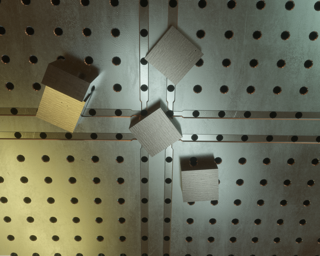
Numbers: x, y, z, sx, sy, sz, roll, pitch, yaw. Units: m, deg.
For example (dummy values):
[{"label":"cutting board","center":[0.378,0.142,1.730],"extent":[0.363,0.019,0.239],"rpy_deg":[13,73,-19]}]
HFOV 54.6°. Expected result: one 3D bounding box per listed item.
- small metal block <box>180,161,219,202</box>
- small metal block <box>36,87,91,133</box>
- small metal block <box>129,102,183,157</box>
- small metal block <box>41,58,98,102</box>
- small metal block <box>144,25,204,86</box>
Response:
[{"label":"small metal block","center":[0.056,0.076,0.442],"extent":[0.050,0.025,0.050],"rpy_deg":[-4,110,1]},{"label":"small metal block","center":[-0.124,-0.029,0.397],"extent":[0.050,0.025,0.050],"rpy_deg":[25,118,-9]},{"label":"small metal block","center":[-0.005,0.003,0.414],"extent":[0.050,0.025,0.050],"rpy_deg":[-34,107,11]},{"label":"small metal block","center":[-0.108,-0.059,0.377],"extent":[0.050,0.050,0.025],"rpy_deg":[25,108,-9]},{"label":"small metal block","center":[0.017,-0.089,0.381],"extent":[0.050,0.025,0.050],"rpy_deg":[39,105,-13]}]
